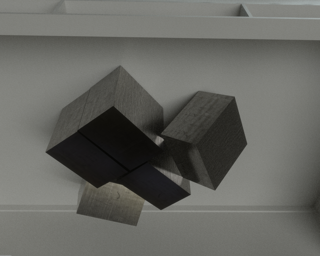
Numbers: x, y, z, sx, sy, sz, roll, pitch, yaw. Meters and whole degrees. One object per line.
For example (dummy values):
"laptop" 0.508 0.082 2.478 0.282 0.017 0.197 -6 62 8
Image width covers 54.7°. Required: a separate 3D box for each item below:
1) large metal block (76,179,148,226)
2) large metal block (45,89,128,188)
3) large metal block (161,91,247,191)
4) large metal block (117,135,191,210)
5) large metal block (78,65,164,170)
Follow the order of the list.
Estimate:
"large metal block" -0.070 0.091 0.439 0.081 0.080 0.050 17 93 -15
"large metal block" -0.082 0.013 0.382 0.050 0.080 0.080 -30 124 23
"large metal block" 0.057 0.014 0.375 0.050 0.080 0.080 16 144 41
"large metal block" -0.007 0.048 0.411 0.050 0.080 0.080 -34 123 25
"large metal block" -0.040 -0.012 0.360 0.050 0.080 0.080 -31 124 23
